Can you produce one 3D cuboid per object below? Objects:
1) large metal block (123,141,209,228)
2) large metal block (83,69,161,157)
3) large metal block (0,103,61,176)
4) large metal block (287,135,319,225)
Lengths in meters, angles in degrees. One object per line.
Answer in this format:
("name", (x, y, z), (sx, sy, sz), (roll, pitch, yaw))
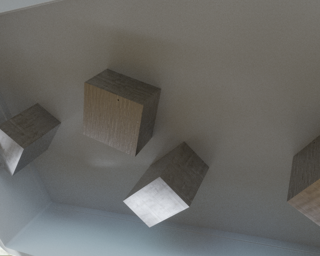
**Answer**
("large metal block", (0.009, 0.075, 0.413), (0.050, 0.080, 0.080), (47, 129, -5))
("large metal block", (-0.051, -0.021, 0.405), (0.080, 0.050, 0.079), (22, 127, 14))
("large metal block", (-0.216, 0.018, 0.495), (0.050, 0.080, 0.080), (41, 129, 0))
("large metal block", (0.177, 0.042, 0.306), (0.050, 0.080, 0.080), (37, 129, 3))
